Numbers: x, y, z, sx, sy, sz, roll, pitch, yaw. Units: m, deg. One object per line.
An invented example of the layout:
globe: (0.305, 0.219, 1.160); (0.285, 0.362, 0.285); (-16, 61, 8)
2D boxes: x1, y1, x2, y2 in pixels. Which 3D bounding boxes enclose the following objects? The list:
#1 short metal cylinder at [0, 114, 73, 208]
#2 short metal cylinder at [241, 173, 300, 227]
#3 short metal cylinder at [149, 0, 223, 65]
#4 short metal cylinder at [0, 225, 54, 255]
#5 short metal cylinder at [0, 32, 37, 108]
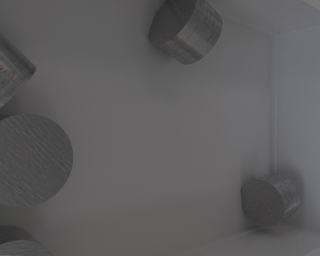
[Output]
short metal cylinder: (-0.128, 0.027, 0.283); (0.081, 0.050, 0.080); (0, 90, -40)
short metal cylinder: (0.187, 0.121, 0.528); (0.050, 0.080, 0.079); (-10, 96, -40)
short metal cylinder: (0.032, -0.129, 0.397); (0.050, 0.080, 0.080); (28, 73, -37)
short metal cylinder: (-0.139, 0.133, 0.274); (0.081, 0.050, 0.080); (0, 90, -40)
short metal cylinder: (-0.148, -0.040, 0.247); (0.050, 0.080, 0.080); (50, 61, -29)
